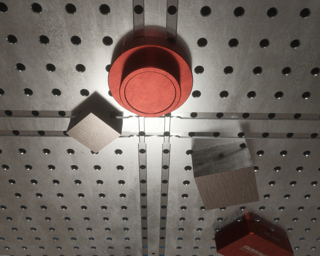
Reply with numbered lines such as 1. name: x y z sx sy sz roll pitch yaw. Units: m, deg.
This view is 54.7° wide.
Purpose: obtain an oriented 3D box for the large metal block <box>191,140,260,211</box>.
1. large metal block: 0.096 0.072 0.458 0.080 0.050 0.080 -13 129 10

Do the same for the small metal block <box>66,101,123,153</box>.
1. small metal block: -0.086 0.000 0.410 0.050 0.025 0.050 -35 123 25

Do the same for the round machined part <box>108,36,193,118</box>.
1. round machined part: -0.011 -0.051 0.357 0.099 0.042 0.097 -1 130 0

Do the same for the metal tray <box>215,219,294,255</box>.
1. metal tray: 0.185 0.233 0.610 0.131 0.030 0.090 32 123 -25
